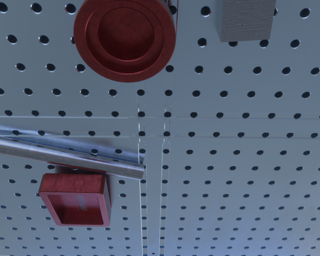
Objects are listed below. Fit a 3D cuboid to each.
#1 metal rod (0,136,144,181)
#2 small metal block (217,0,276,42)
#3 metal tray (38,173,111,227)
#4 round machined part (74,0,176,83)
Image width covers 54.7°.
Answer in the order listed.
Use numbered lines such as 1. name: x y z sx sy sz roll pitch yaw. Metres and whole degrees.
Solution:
1. metal rod: -0.171 0.035 0.438 0.302 0.025 0.025 13 129 -11
2. small metal block: 0.086 -0.117 0.313 0.050 0.025 0.050 -3 130 2
3. metal tray: -0.128 0.118 0.490 0.091 0.030 0.129 2 142 -2
4. round machined part: -0.034 -0.099 0.316 0.099 0.042 0.097 -1 130 0
